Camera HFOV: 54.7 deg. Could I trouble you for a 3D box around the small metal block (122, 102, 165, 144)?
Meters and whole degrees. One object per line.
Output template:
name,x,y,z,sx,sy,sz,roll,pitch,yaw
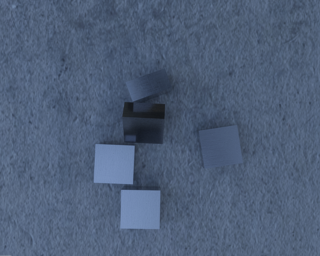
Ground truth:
small metal block,-0.020,-0.006,0.395,0.050,0.050,0.025,3,50,-1

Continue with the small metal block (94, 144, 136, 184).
small metal block,-0.059,0.046,0.409,0.050,0.025,0.050,3,90,-1

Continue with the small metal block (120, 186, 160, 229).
small metal block,-0.025,0.105,0.410,0.050,0.025,0.050,1,90,-1

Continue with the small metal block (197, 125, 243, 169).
small metal block,0.078,0.024,0.411,0.050,0.025,0.050,-9,90,-1

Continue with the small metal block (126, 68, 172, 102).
small metal block,-0.014,-0.052,0.397,0.050,0.050,0.025,-20,90,0
